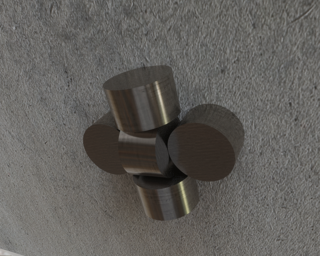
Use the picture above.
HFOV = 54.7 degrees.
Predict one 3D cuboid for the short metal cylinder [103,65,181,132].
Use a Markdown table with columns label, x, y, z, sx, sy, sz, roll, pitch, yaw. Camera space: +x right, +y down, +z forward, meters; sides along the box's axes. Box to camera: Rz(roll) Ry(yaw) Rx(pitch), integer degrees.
| label | x | y | z | sx | sy | sz | roll | pitch | yaw |
| --- | --- | --- | --- | --- | --- | --- | --- | --- | --- |
| short metal cylinder | -0.020 | -0.036 | 0.362 | 0.080 | 0.080 | 0.050 | 0 | 118 | 28 |

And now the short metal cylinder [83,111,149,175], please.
| label | x | y | z | sx | sy | sz | roll | pitch | yaw |
| --- | --- | --- | --- | --- | --- | --- | --- | --- | --- |
| short metal cylinder | -0.059 | 0.018 | 0.435 | 0.080 | 0.050 | 0.079 | 13 | 123 | 20 |

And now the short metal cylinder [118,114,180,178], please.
| label | x | y | z | sx | sy | sz | roll | pitch | yaw |
| --- | --- | --- | --- | --- | --- | --- | --- | --- | --- |
| short metal cylinder | -0.008 | 0.021 | 0.391 | 0.050 | 0.080 | 0.080 | 1 | 119 | 28 |

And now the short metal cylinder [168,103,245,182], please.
| label | x | y | z | sx | sy | sz | roll | pitch | yaw |
| --- | --- | --- | --- | --- | --- | --- | --- | --- | --- |
| short metal cylinder | 0.056 | 0.017 | 0.373 | 0.080 | 0.050 | 0.079 | 13 | 124 | 21 |

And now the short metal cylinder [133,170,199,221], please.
| label | x | y | z | sx | sy | sz | roll | pitch | yaw |
| --- | --- | --- | --- | --- | --- | --- | --- | --- | --- |
| short metal cylinder | 0.009 | 0.077 | 0.417 | 0.080 | 0.080 | 0.050 | 0 | 118 | 28 |
